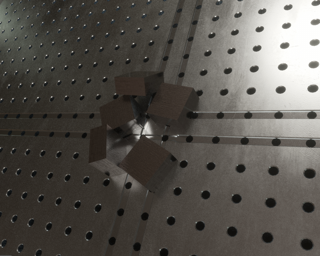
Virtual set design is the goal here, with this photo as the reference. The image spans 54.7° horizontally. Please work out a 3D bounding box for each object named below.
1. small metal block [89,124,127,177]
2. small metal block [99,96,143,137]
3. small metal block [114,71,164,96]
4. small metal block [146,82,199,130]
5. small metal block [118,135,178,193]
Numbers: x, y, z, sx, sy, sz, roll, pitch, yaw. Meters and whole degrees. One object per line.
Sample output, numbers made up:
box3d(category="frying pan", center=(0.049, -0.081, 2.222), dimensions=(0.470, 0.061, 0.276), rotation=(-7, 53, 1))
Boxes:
box3d(category="small metal block", center=(-0.067, 0.031, 0.407), dimensions=(0.025, 0.050, 0.050), rotation=(-18, 55, 18))
box3d(category="small metal block", center=(-0.056, -0.015, 0.446), dimensions=(0.050, 0.025, 0.050), rotation=(-25, 53, 12))
box3d(category="small metal block", center=(-0.029, -0.065, 0.444), dimensions=(0.050, 0.025, 0.050), rotation=(7, 21, 31))
box3d(category="small metal block", center=(0.017, -0.030, 0.417), dimensions=(0.050, 0.025, 0.050), rotation=(15, 69, 33))
box3d(category="small metal block", center=(-0.015, 0.044, 0.388), dimensions=(0.050, 0.025, 0.050), rotation=(31, 79, 37))
